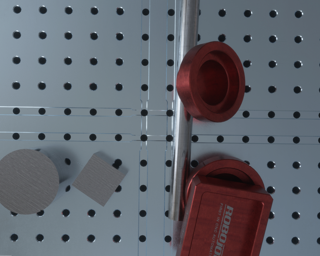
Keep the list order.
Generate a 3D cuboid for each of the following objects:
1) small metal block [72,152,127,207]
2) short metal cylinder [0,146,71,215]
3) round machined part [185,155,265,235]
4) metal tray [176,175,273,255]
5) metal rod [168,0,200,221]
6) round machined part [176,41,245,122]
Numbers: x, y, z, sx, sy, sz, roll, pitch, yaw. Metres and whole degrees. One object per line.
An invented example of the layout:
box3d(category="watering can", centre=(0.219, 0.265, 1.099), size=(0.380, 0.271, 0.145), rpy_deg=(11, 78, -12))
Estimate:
box3d(category="small metal block", centre=(-0.079, 0.067, 0.413), size=(0.050, 0.025, 0.050), rpy_deg=(35, 90, 0))
box3d(category="short metal cylinder", centre=(-0.162, 0.065, 0.400), size=(0.081, 0.050, 0.080), rpy_deg=(0, 90, 0))
box3d(category="round machined part", centre=(0.081, 0.083, 0.401), size=(0.099, 0.042, 0.097), rpy_deg=(0, 97, -2))
box3d(category="metal tray", centre=(0.072, 0.129, 0.370), size=(0.091, 0.030, 0.129), rpy_deg=(11, 97, -3))
box3d(category="metal rod", centre=(0.032, -0.029, 0.413), size=(0.025, 0.025, 0.298), rpy_deg=(3, 90, 0))
box3d(category="round machined part", centre=(0.059, -0.056, 0.389), size=(0.099, 0.042, 0.097), rpy_deg=(-2, 93, -37))
